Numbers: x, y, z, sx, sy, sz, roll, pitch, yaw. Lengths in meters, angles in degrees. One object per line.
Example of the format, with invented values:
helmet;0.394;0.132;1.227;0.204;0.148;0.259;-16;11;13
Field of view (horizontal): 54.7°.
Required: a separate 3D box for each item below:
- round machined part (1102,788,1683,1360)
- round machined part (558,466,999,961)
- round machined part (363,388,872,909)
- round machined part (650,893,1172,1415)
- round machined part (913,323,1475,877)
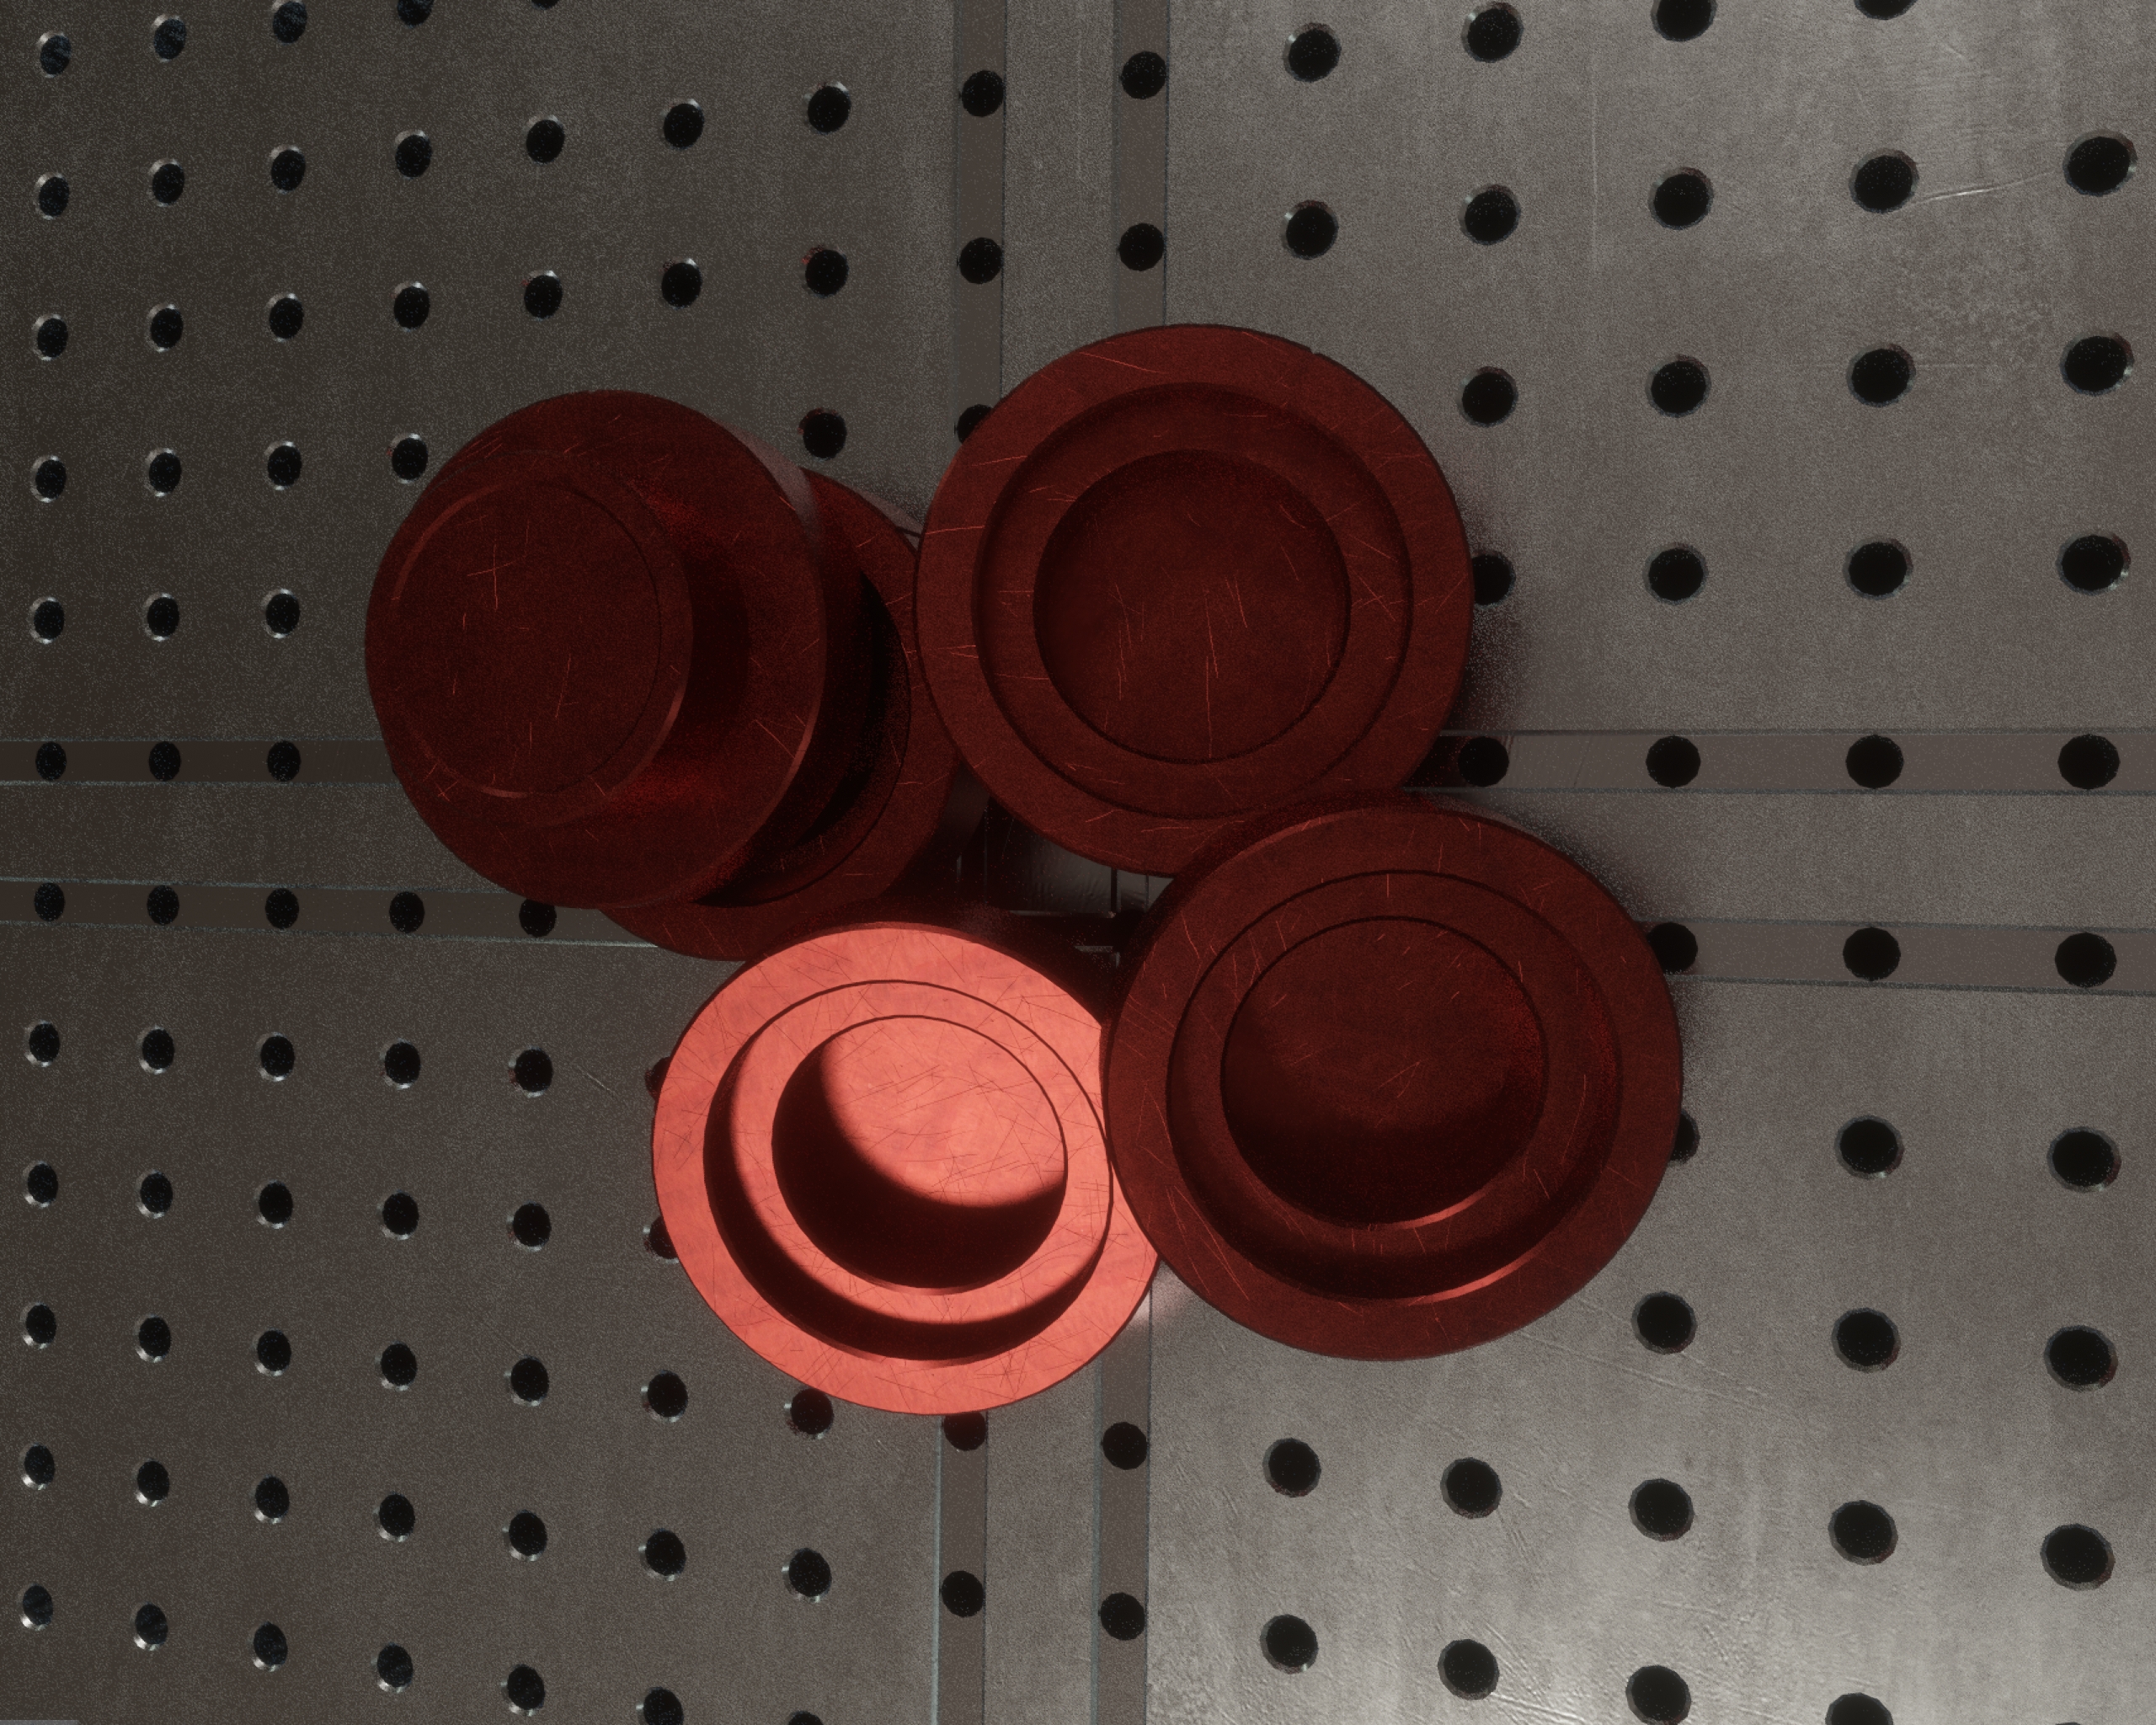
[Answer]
round machined part;0.053;0.035;0.372;0.099;0.042;0.097;0;100;-2
round machined part;-0.060;-0.030;0.423;0.098;0.042;0.097;0;90;19
round machined part;-0.092;-0.040;0.390;0.098;0.042;0.097;0;90;19
round machined part;-0.028;0.053;0.403;0.098;0.042;0.097;2;104;9
round machined part;0.021;-0.046;0.386;0.099;0.042;0.097;0;91;3
